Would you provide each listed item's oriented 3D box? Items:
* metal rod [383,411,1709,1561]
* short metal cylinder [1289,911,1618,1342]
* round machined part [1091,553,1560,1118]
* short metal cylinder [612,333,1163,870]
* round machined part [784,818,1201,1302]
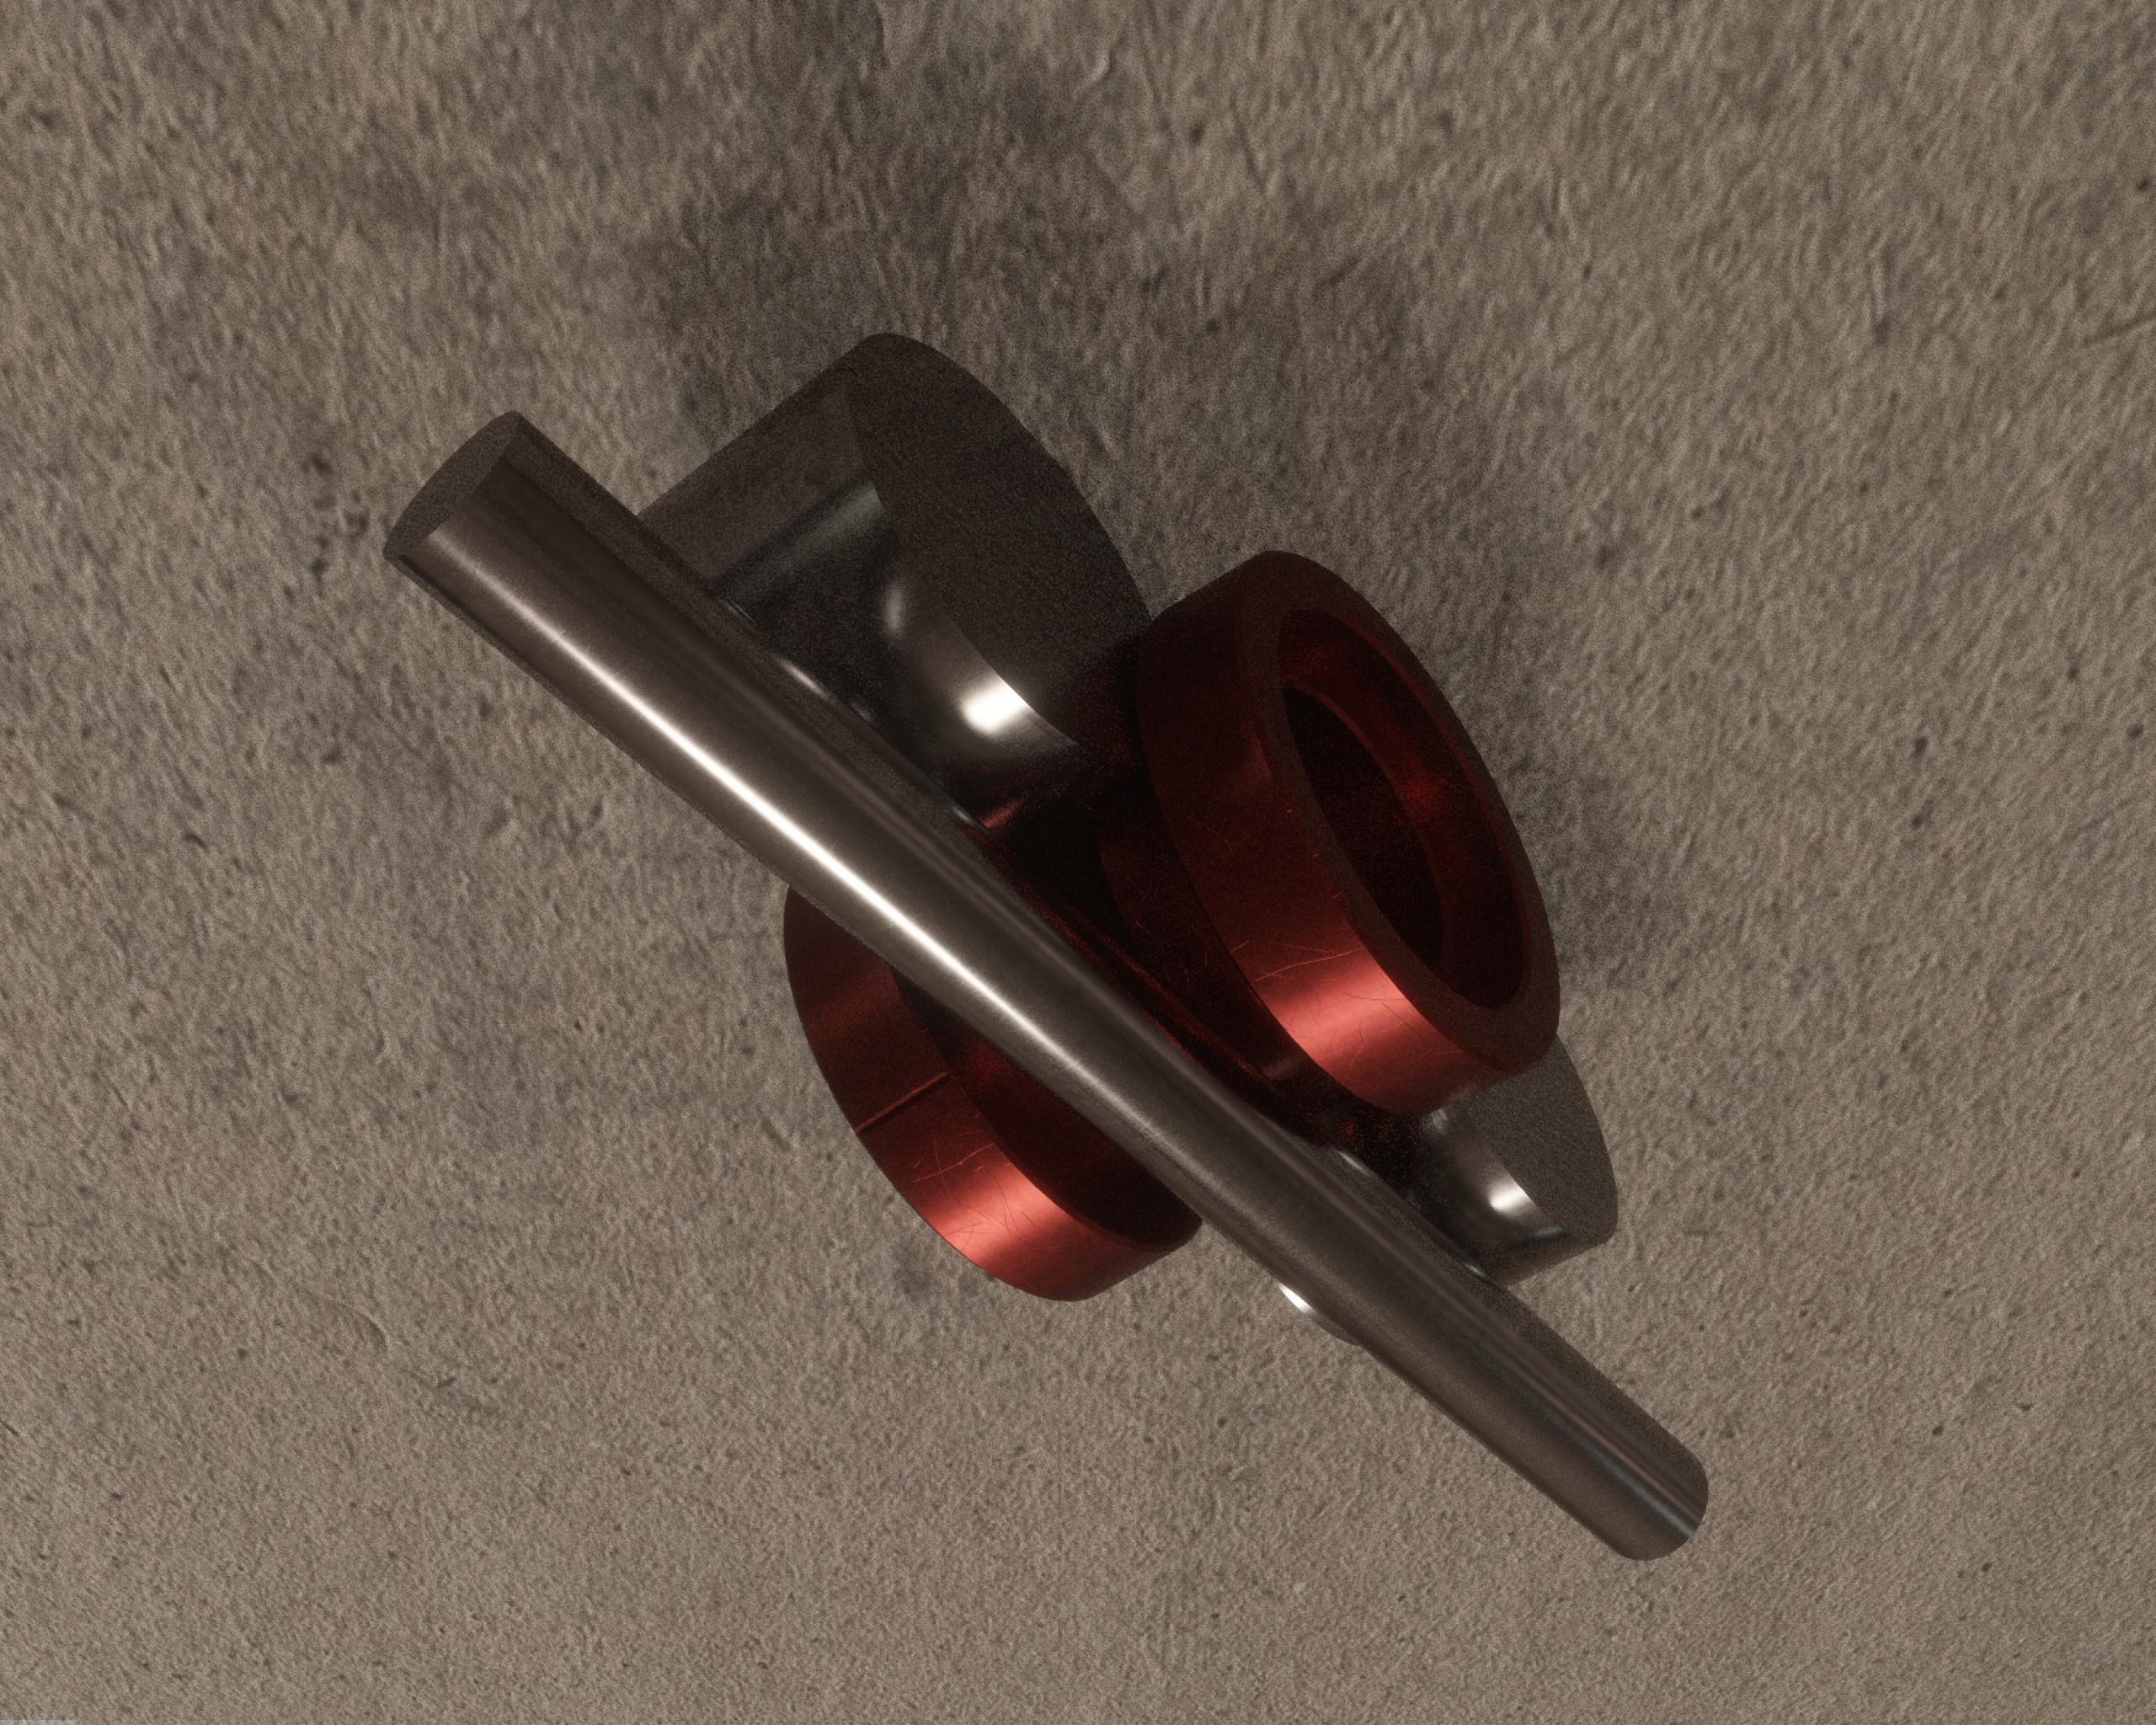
[{"bbox_3d":[0.017,0.039,0.338,0.025,0.025,0.300,-33,124,24],"label":"metal rod"},{"bbox_3d":[0.064,0.049,0.415,0.050,0.080,0.080,-32,124,24],"label":"short metal cylinder"},{"bbox_3d":[0.040,-0.001,0.361,0.042,0.098,0.098,-29,125,28],"label":"round machined part"},{"bbox_3d":[-0.028,-0.038,0.339,0.050,0.080,0.080,-32,124,24],"label":"short metal cylinder"},{"bbox_3d":[-0.005,0.027,0.382,0.042,0.098,0.098,-34,123,20],"label":"round machined part"}]
